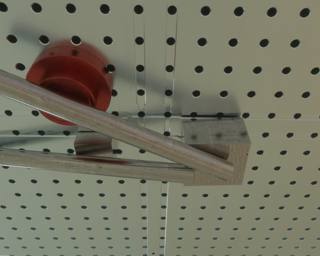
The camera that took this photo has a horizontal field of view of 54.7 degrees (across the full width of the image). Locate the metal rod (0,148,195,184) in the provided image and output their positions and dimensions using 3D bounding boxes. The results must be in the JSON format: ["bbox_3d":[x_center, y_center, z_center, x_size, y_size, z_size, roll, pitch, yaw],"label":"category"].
[{"bbox_3d":[-0.105,0.049,0.415,0.301,0.025,0.025,4,131,10],"label":"metal rod"}]

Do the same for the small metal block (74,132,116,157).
[{"bbox_3d":[-0.090,0.032,0.438,0.050,0.025,0.050,0,130,0],"label":"small metal block"}]

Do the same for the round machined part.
[{"bbox_3d":[-0.107,-0.041,0.363,0.099,0.042,0.097,-1,130,0],"label":"round machined part"}]

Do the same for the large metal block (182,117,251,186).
[{"bbox_3d":[0.072,0.033,0.421,0.081,0.050,0.079,-2,130,1],"label":"large metal block"}]

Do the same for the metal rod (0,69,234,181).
[{"bbox_3d":[-0.050,-0.001,0.347,0.302,0.025,0.025,22,127,-15],"label":"metal rod"}]
